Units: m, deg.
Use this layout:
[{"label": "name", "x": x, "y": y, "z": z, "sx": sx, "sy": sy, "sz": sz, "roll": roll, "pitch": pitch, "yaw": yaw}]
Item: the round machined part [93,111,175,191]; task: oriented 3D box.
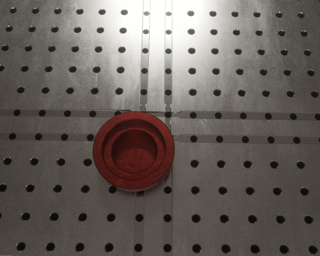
[{"label": "round machined part", "x": -0.032, "y": 0.031, "z": 0.391, "sx": 0.099, "sy": 0.042, "sz": 0.098, "roll": 0, "pitch": 70, "yaw": -1}]
